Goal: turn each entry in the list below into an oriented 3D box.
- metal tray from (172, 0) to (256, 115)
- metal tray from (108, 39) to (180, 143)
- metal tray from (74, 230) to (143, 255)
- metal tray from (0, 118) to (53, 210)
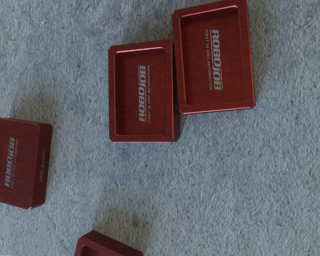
[{"bbox_3d":[0.066,-0.085,0.382,0.090,0.030,0.129,-5,88,19],"label":"metal tray"},{"bbox_3d":[-0.022,-0.046,0.413,0.090,0.030,0.129,-1,90,20],"label":"metal tray"},{"bbox_3d":[-0.083,0.223,0.435,0.090,0.030,0.129,17,96,19],"label":"metal tray"},{"bbox_3d":[-0.221,0.053,0.484,0.090,0.030,0.129,8,93,19],"label":"metal tray"}]
